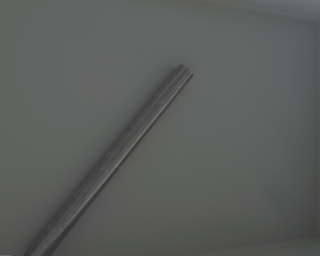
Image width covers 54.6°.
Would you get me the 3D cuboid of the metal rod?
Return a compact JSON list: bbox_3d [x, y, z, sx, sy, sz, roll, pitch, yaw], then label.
[{"bbox_3d":[-0.055,0.037,0.389,0.025,0.025,0.300,42,77,-15],"label":"metal rod"}]
